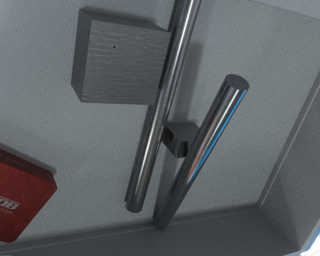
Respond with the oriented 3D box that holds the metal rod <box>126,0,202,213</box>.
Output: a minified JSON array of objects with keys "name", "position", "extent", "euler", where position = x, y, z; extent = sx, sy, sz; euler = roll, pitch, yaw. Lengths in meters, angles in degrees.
[{"name":"metal rod","position":[-0.003,-0.013,0.400],"extent":[0.025,0.025,0.298],"euler":[1,118,-29]}]

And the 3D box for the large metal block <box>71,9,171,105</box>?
[{"name":"large metal block","position":[-0.044,-0.072,0.325],"extent":[0.081,0.050,0.079],"euler":[0,119,-29]}]

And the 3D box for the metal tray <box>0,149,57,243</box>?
[{"name":"metal tray","position":[-0.194,0.067,0.337],"extent":[0.090,0.030,0.130],"euler":[-51,129,1]}]

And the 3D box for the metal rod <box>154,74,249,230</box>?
[{"name":"metal rod","position":[0.039,0.055,0.406],"extent":[0.025,0.025,0.298],"euler":[-7,140,-25]}]

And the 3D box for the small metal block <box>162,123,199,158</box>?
[{"name":"small metal block","position":[0.035,0.015,0.423],"extent":[0.050,0.050,0.025],"euler":[-1,119,-28]}]
